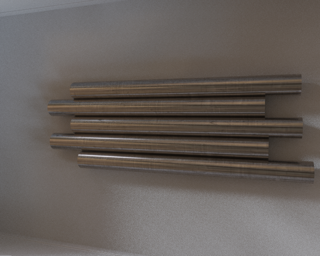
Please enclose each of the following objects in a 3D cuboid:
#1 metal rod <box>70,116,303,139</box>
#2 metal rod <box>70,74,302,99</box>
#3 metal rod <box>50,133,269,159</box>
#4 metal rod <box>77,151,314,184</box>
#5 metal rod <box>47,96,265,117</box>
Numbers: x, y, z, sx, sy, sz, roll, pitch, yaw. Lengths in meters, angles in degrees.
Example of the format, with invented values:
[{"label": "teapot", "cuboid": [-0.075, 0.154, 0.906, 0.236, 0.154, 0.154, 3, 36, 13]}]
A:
[{"label": "metal rod", "cuboid": [0.019, -0.002, 0.402, 0.301, 0.025, 0.025, 1, 90, 19]}, {"label": "metal rod", "cuboid": [0.018, -0.052, 0.402, 0.301, 0.025, 0.025, 1, 90, 19]}, {"label": "metal rod", "cuboid": [-0.014, 0.022, 0.413, 0.301, 0.025, 0.025, 1, 90, 19]}, {"label": "metal rod", "cuboid": [0.030, 0.048, 0.398, 0.301, 0.025, 0.025, 1, 90, 19]}, {"label": "metal rod", "cuboid": [-0.018, -0.028, 0.414, 0.301, 0.025, 0.025, 1, 90, 19]}]
